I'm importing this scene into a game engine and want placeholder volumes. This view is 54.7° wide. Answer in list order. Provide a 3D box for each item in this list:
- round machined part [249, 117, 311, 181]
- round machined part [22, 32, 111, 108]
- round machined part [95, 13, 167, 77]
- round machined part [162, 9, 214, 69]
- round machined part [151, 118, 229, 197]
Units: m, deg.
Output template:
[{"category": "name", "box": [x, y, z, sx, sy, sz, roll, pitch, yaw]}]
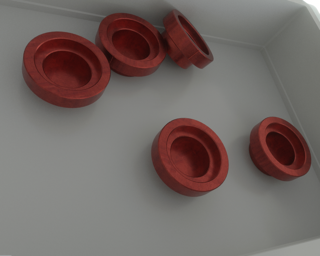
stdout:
[{"category": "round machined part", "box": [0.176, 0.035, 0.471, 0.099, 0.042, 0.098, 14, 56, -21]}, {"category": "round machined part", "box": [-0.113, -0.065, 0.374, 0.099, 0.042, 0.098, 14, 56, -21]}, {"category": "round machined part", "box": [-0.044, -0.112, 0.440, 0.099, 0.042, 0.098, 13, 57, -21]}, {"category": "round machined part", "box": [0.036, -0.130, 0.479, 0.098, 0.042, 0.098, 41, 28, -27]}, {"category": "round machined part", "box": [0.034, 0.039, 0.390, 0.099, 0.042, 0.098, 14, 56, -21]}]
